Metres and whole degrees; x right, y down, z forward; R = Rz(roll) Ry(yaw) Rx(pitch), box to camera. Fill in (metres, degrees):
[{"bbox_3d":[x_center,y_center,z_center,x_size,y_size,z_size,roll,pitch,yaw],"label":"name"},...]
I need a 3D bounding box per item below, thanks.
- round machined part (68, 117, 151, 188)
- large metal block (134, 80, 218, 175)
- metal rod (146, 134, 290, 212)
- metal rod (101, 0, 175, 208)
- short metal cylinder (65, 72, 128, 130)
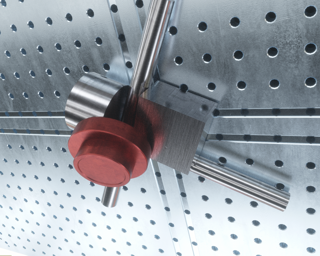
[{"bbox_3d":[-0.063,0.035,0.369,0.098,0.042,0.097,9,140,8],"label":"round machined part"},{"bbox_3d":[0.016,-0.001,0.380,0.080,0.050,0.079,23,127,13],"label":"large metal block"},{"bbox_3d":[0.022,0.037,0.421,0.301,0.025,0.025,22,127,14],"label":"metal rod"},{"bbox_3d":[-0.036,-0.013,0.396,0.025,0.025,0.298,25,120,12],"label":"metal rod"},{"bbox_3d":[-0.075,-0.025,0.397,0.050,0.080,0.079,23,127,14],"label":"short metal cylinder"}]
